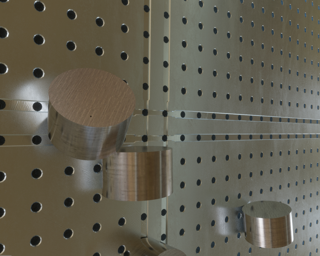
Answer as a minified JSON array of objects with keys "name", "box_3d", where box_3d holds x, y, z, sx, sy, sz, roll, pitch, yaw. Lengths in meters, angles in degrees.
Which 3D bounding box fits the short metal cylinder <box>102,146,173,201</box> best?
[{"name":"short metal cylinder","box_3d":[-0.026,0.049,0.354,0.081,0.080,0.050,-2,92,-40]}]

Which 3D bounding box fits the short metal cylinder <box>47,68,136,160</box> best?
[{"name":"short metal cylinder","box_3d":[-0.069,-0.015,0.309,0.081,0.050,0.080,11,46,-12]}]

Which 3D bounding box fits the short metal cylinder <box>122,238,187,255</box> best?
[{"name":"short metal cylinder","box_3d":[-0.007,0.186,0.389,0.081,0.050,0.079,0,90,-40]}]

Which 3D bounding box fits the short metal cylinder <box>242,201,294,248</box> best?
[{"name":"short metal cylinder","box_3d":[0.185,0.163,0.532,0.081,0.080,0.050,-11,98,-40]}]
